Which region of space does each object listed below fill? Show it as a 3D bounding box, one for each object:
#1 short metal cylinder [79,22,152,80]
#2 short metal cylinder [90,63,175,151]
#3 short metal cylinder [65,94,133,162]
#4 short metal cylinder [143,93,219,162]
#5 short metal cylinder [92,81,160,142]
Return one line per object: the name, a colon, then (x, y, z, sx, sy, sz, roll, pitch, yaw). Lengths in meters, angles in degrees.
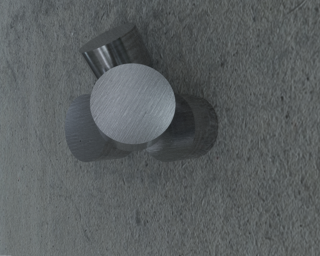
short metal cylinder: (-0.058, -0.097, 0.408, 0.080, 0.080, 0.050, 0, 129, 39)
short metal cylinder: (-0.028, -0.019, 0.317, 0.050, 0.081, 0.080, 118, 140, -76)
short metal cylinder: (-0.072, 0.000, 0.381, 0.080, 0.050, 0.079, 0, 90, 39)
short metal cylinder: (0.022, -0.001, 0.370, 0.080, 0.050, 0.079, 0, 90, 39)
short metal cylinder: (-0.047, -0.022, 0.427, 0.080, 0.050, 0.079, 0, 90, 39)
